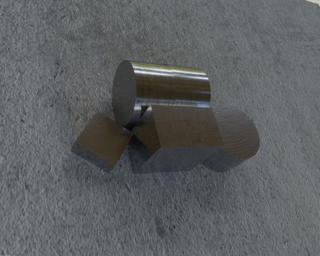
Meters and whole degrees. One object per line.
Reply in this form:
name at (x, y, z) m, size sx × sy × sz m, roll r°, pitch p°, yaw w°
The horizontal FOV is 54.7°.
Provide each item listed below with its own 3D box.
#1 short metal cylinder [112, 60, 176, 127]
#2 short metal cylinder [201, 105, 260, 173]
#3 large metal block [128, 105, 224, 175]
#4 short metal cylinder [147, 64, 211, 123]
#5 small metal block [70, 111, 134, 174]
short metal cylinder at (-0.022, -0.041, 0.384) m, size 0.050 × 0.080 × 0.080 m, roll 1°, pitch 62°, yaw -28°
short metal cylinder at (0.088, 0.015, 0.427) m, size 0.081 × 0.050 × 0.080 m, roll 14°, pitch 56°, yaw -21°
large metal block at (0.014, 0.016, 0.369) m, size 0.081 × 0.080 × 0.050 m, roll 1°, pitch 62°, yaw -28°
short metal cylinder at (0.022, -0.042, 0.408) m, size 0.050 × 0.080 × 0.080 m, roll 1°, pitch 62°, yaw -28°
small metal block at (-0.066, 0.017, 0.360) m, size 0.050 × 0.025 × 0.050 m, roll 33°, pitch 51°, yaw -7°
